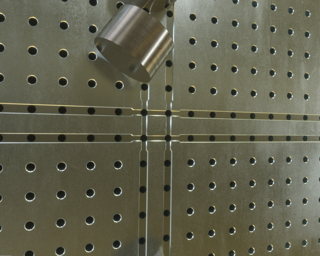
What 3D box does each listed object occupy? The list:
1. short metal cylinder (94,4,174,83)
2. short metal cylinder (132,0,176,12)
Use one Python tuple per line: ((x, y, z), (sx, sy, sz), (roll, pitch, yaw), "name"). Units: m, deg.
((-0.031, -0.099, 0.372), (0.080, 0.080, 0.050), (38, 78, -16), "short metal cylinder")
((-0.003, -0.198, 0.398), (0.081, 0.050, 0.079), (0, 90, -20), "short metal cylinder")
